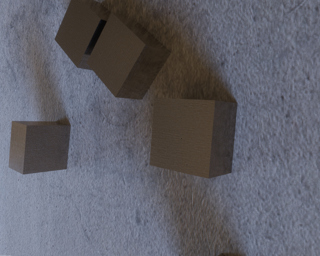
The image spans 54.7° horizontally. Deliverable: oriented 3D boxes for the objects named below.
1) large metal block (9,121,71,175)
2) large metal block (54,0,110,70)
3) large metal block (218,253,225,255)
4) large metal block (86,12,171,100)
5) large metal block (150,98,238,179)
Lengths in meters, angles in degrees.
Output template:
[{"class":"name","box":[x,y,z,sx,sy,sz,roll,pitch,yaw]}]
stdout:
[{"class":"large metal block","box":[-0.208,0.031,0.537,0.050,0.081,0.079,11,97,39]},{"class":"large metal block","box":[-0.108,-0.144,0.475,0.080,0.050,0.080,49,118,28]},{"class":"large metal block","box":[0.051,0.192,0.326,0.050,0.081,0.079,32,110,35]},{"class":"large metal block","box":[-0.045,-0.096,0.423,0.080,0.050,0.080,49,119,28]},{"class":"large metal block","box":[0.037,0.008,0.356,0.080,0.050,0.079,7,95,39]}]
